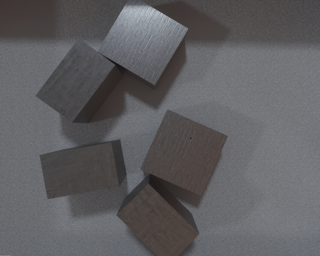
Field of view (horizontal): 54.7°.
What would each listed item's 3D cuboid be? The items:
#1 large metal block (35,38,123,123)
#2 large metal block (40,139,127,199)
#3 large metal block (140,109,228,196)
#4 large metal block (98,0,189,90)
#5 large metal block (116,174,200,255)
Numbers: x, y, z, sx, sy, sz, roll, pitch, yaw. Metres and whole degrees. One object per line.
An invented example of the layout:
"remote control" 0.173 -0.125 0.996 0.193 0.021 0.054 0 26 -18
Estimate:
"large metal block" -0.094 -0.053 0.383 0.050 0.080 0.080 37 90 -1
"large metal block" -0.089 0.047 0.383 0.080 0.080 0.050 -10 90 0
"large metal block" 0.029 0.030 0.399 0.080 0.050 0.080 24 90 -1
"large metal block" -0.021 -0.106 0.399 0.080 0.050 0.080 31 90 -1
"large metal block" -0.002 0.107 0.384 0.080 0.080 0.050 45 90 -1
